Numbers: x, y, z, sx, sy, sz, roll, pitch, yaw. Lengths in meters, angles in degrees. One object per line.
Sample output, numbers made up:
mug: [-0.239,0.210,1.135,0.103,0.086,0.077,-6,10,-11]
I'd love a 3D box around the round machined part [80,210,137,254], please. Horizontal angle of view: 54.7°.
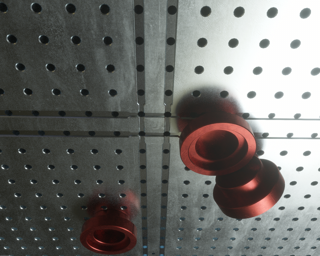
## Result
round machined part: [-0.090,0.183,0.556,0.099,0.042,0.097,-1,130,0]

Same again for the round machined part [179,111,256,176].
round machined part: [0.075,0.017,0.416,0.099,0.042,0.097,-1,130,0]

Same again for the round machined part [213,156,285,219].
round machined part: [0.117,0.075,0.432,0.098,0.098,0.042,-26,111,20]
